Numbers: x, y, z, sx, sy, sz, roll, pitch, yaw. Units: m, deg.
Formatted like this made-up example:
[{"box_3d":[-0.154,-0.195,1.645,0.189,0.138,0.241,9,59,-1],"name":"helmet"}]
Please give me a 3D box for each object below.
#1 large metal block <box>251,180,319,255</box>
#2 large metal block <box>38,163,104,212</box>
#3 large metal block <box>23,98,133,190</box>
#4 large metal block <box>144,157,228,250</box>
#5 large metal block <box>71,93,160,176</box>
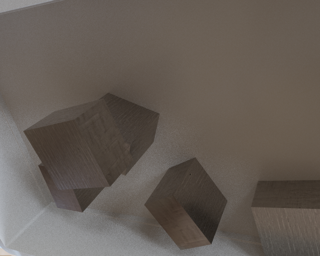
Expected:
[{"box_3d":[0.164,0.111,0.375,0.080,0.050,0.080,-7,115,31],"name":"large metal block"},{"box_3d":[-0.128,0.070,0.482,0.050,0.080,0.079,1,119,27],"name":"large metal block"},{"box_3d":[-0.090,0.020,0.347,0.080,0.050,0.080,-10,113,32],"name":"large metal block"},{"box_3d":[0.038,0.100,0.414,0.050,0.080,0.080,-29,103,37],"name":"large metal block"},{"box_3d":[-0.057,0.005,0.405,0.080,0.080,0.050,23,127,14],"name":"large metal block"}]
